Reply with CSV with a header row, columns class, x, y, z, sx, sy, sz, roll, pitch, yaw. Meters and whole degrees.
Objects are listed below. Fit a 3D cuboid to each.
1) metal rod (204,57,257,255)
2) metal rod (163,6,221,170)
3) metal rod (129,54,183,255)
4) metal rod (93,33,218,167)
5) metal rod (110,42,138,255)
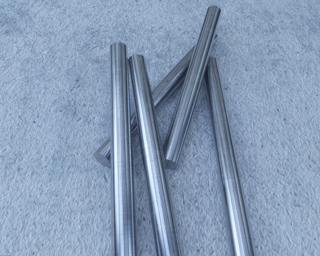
class,x,y,z,sx,sy,sz,roll,pitch,yaw
metal rod,0.080,0.012,0.392,0.025,0.025,0.300,0,50,0
metal rod,0.051,-0.077,0.447,0.025,0.025,0.300,12,57,10
metal rod,-0.009,0.029,0.356,0.025,0.025,0.299,-7,57,-6
metal rod,0.010,-0.060,0.453,0.025,0.025,0.301,25,54,20
metal rod,-0.045,0.016,0.359,0.025,0.025,0.299,-4,59,-3
